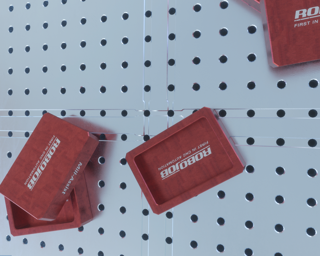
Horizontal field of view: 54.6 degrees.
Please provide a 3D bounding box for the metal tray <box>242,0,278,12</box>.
[{"bbox_3d":[0.131,-0.215,0.363,0.090,0.030,0.130,41,103,15],"label":"metal tray"}]

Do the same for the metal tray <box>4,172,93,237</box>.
[{"bbox_3d":[-0.173,0.109,0.471,0.130,0.030,0.090,-14,85,19],"label":"metal tray"}]

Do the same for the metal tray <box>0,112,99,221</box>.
[{"bbox_3d":[-0.157,0.052,0.439,0.090,0.030,0.130,23,78,25],"label":"metal tray"}]

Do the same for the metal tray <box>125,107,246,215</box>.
[{"bbox_3d":[0.031,0.042,0.399,0.130,0.030,0.090,-31,80,17],"label":"metal tray"}]

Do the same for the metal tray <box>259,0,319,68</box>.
[{"bbox_3d":[0.179,-0.121,0.328,0.130,0.030,0.090,-9,97,11],"label":"metal tray"}]
